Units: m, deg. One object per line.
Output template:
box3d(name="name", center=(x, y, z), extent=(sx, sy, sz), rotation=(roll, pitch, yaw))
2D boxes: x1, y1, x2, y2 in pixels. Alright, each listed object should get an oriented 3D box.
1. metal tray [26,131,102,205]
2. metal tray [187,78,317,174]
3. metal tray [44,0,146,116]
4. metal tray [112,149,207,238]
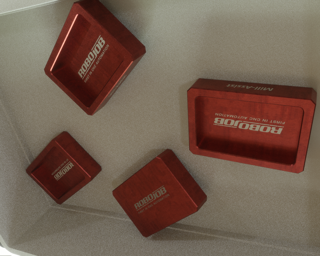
box3d(name="metal tray", center=(-0.171, 0.073, 0.540), extent=(0.090, 0.030, 0.129), rotation=(47, 129, -6))
box3d(name="metal tray", center=(0.098, -0.004, 0.350), extent=(0.130, 0.030, 0.089), rotation=(9, 123, 23))
box3d(name="metal tray", center=(-0.087, -0.084, 0.391), extent=(0.090, 0.030, 0.129), rotation=(45, 135, -4))
box3d(name="metal tray", center=(-0.005, 0.100, 0.459), extent=(0.090, 0.030, 0.129), rotation=(53, 129, 5))
